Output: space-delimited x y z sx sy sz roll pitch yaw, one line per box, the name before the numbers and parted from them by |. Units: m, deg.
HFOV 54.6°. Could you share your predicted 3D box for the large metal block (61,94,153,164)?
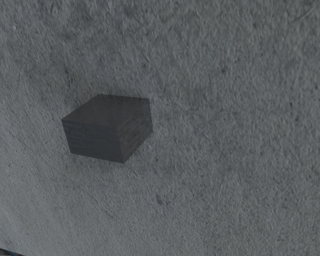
large metal block | -0.065 -0.003 0.404 0.080 0.080 0.050 8 122 24
